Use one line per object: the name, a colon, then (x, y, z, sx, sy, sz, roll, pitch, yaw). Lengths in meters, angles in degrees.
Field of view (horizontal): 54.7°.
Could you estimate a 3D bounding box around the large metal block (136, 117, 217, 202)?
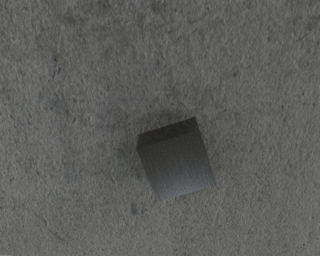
large metal block: (0.022, 0.041, 0.412, 0.080, 0.050, 0.080, -17, 109, 6)
